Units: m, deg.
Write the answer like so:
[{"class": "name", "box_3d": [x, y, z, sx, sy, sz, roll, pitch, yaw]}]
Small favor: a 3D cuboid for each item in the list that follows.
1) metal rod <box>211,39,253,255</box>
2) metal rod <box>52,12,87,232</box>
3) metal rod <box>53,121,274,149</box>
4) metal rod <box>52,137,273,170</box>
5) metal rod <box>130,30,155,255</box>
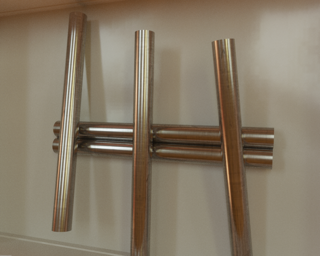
[{"class": "metal rod", "box_3d": [0.086, 0.052, 0.355, 0.025, 0.025, 0.298, -4, 97, 19]}, {"class": "metal rod", "box_3d": [-0.123, -0.014, 0.426, 0.025, 0.025, 0.298, -1, 81, 19]}, {"class": "metal rod", "box_3d": [-0.009, 0.007, 0.412, 0.301, 0.025, 0.025, 2, 91, 19]}, {"class": "metal rod", "box_3d": [-0.010, 0.031, 0.412, 0.301, 0.025, 0.025, 2, 91, 19]}, {"class": "metal rod", "box_3d": [-0.022, 0.030, 0.390, 0.025, 0.025, 0.298, 2, 91, 19]}]
